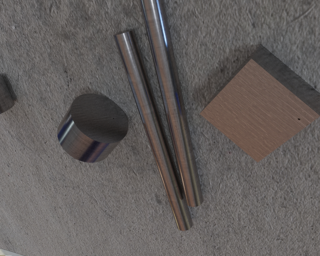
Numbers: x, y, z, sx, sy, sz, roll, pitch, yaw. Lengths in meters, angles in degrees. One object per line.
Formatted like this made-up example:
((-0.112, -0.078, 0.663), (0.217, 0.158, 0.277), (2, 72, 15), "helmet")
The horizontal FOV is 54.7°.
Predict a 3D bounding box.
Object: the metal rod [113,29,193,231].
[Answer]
((-0.002, 0.019, 0.419), (0.025, 0.025, 0.298), (-3, 117, 29), "metal rod")

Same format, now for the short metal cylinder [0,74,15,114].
((-0.281, -0.049, 0.490), (0.080, 0.080, 0.050), (2, 119, 27), "short metal cylinder")

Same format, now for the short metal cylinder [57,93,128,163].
((-0.090, 0.000, 0.419), (0.080, 0.080, 0.050), (43, 129, -1), "short metal cylinder")

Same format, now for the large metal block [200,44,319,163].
((0.103, -0.025, 0.321), (0.080, 0.050, 0.080), (40, 129, 0), "large metal block")

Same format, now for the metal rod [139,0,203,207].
((0.018, -0.026, 0.381), (0.025, 0.025, 0.298), (1, 119, 28), "metal rod")
